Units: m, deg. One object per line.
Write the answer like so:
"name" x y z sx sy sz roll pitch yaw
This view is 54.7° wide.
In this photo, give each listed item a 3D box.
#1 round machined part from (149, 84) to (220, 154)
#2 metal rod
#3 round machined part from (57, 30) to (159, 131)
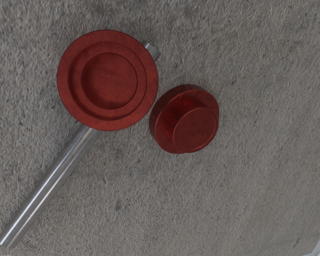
"round machined part" 0.039 -0.005 0.414 0.099 0.042 0.097 -14 124 -21
"metal rod" -0.100 0.026 0.368 0.025 0.025 0.299 32 101 -38
"round machined part" -0.050 -0.048 0.319 0.099 0.042 0.097 0 100 1
